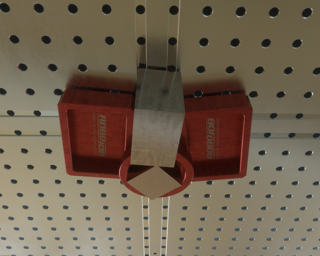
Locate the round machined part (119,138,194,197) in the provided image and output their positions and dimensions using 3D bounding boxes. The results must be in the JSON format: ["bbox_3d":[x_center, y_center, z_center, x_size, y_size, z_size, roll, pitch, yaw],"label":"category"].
[{"bbox_3d":[-0.004,0.049,0.425,0.099,0.042,0.097,0,130,0],"label":"round machined part"}]

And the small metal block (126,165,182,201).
[{"bbox_3d":[-0.007,0.063,0.405,0.050,0.025,0.050,-32,124,24],"label":"small metal block"}]

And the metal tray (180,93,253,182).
[{"bbox_3d":[0.072,0.018,0.419,0.091,0.030,0.129,-5,130,4],"label":"metal tray"}]

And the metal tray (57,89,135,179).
[{"bbox_3d":[-0.081,0.013,0.413,0.091,0.030,0.129,5,130,-4],"label":"metal tray"}]

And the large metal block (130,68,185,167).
[{"bbox_3d":[-0.005,-0.012,0.360,0.050,0.080,0.079,5,130,-4],"label":"large metal block"}]
